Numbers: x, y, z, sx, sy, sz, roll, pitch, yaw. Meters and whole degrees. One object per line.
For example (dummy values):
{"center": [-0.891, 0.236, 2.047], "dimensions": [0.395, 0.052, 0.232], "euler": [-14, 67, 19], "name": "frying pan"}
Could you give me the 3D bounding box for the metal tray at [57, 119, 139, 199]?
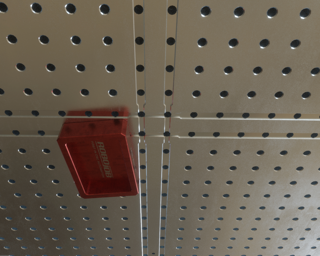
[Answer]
{"center": [-0.083, 0.049, 0.448], "dimensions": [0.091, 0.030, 0.129], "euler": [-4, 130, 3], "name": "metal tray"}
